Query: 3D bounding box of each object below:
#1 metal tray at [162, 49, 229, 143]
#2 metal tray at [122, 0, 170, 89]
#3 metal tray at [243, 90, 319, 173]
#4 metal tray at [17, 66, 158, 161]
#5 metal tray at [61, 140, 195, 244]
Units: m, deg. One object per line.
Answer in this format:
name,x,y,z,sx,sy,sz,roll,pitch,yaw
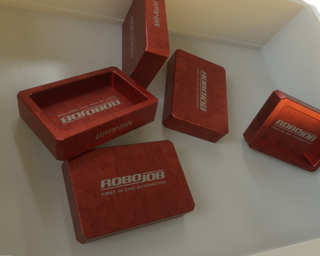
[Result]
metal tray,0.055,-0.050,0.464,0.091,0.030,0.130,18,55,-18
metal tray,-0.024,-0.125,0.428,0.030,0.090,0.130,10,57,-23
metal tray,0.206,0.008,0.470,0.131,0.089,0.030,21,25,-16
metal tray,-0.079,-0.024,0.354,0.131,0.030,0.090,-25,53,-37
metal tray,-0.034,0.065,0.346,0.131,0.030,0.090,-5,65,-31
